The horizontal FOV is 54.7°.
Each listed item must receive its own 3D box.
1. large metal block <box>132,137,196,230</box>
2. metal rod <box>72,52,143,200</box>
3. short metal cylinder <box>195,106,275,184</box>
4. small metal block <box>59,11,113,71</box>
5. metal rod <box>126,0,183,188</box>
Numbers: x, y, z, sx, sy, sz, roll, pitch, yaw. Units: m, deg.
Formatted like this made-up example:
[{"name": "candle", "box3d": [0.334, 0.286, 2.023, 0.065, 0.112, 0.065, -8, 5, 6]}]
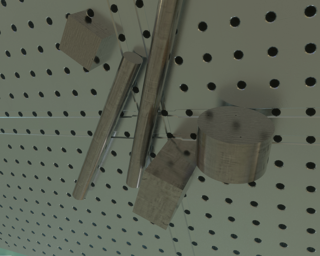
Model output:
[{"name": "large metal block", "box3d": [0.011, 0.072, 0.413, 0.050, 0.080, 0.079, 26, 127, 12]}, {"name": "metal rod", "box3d": [-0.089, 0.017, 0.466, 0.025, 0.025, 0.298, 33, 129, 6]}, {"name": "short metal cylinder", "box3d": [0.081, 0.016, 0.343, 0.080, 0.080, 0.050, 13, 124, 21]}, {"name": "small metal block", "box3d": [-0.094, -0.109, 0.391, 0.050, 0.025, 0.050, 36, 129, 3]}, {"name": "metal rod", "box3d": [-0.013, -0.033, 0.395, 0.025, 0.025, 0.298, 23, 127, 13]}]
